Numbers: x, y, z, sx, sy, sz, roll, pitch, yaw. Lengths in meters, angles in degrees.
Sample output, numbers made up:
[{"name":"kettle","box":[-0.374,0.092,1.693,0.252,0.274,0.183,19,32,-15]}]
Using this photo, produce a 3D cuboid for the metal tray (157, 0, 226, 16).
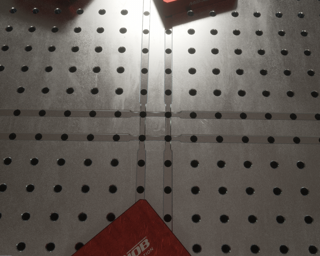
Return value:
[{"name":"metal tray","box":[0.053,-0.239,0.496,0.131,0.030,0.090,-18,71,-7]}]

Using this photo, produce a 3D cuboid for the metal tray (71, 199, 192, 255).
[{"name":"metal tray","box":[-0.041,0.156,0.351,0.131,0.030,0.090,-38,75,-13]}]
